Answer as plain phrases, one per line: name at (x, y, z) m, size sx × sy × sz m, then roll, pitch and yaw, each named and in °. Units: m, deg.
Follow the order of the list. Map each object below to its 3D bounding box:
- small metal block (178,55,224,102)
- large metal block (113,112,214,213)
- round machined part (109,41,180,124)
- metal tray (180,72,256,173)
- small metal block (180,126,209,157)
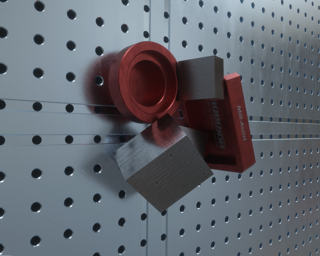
small metal block at (0.051, -0.059, 0.384) m, size 0.025 × 0.050 × 0.050 m, roll 0°, pitch 89°, yaw -55°
large metal block at (0.005, 0.043, 0.370) m, size 0.080 × 0.050 × 0.080 m, roll -37°, pitch 130°, yaw 0°
round machined part at (-0.021, -0.054, 0.382) m, size 0.099 × 0.042 × 0.097 m, roll 0°, pitch 90°, yaw -40°
metal tray at (0.077, -0.006, 0.434) m, size 0.030 × 0.090 × 0.129 m, roll -23°, pitch 105°, yaw -38°
small metal block at (0.037, 0.026, 0.436) m, size 0.050 × 0.025 × 0.050 m, roll 14°, pitch 86°, yaw -28°
